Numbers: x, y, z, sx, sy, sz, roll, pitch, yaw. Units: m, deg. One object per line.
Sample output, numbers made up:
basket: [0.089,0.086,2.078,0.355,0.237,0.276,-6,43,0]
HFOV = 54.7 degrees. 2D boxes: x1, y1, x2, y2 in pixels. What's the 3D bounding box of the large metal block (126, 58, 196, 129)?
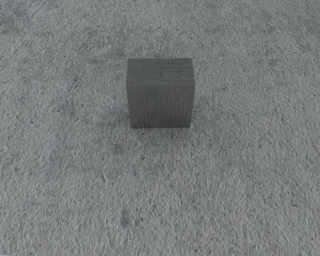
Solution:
large metal block: [0.000,-0.044,0.406,0.081,0.080,0.050,-1,50,-1]
